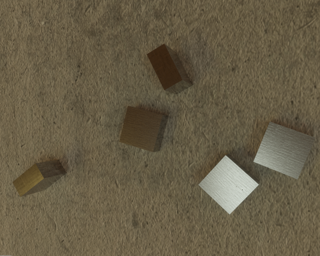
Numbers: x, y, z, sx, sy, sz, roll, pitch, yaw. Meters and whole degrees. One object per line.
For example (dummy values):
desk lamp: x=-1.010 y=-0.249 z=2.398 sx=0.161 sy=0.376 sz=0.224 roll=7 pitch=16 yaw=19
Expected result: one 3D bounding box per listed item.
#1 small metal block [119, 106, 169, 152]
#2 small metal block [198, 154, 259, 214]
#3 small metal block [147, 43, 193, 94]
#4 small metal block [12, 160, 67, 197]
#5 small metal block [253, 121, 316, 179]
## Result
small metal block: x=-0.021 y=0.001 z=0.416 sx=0.050 sy=0.025 sz=0.050 roll=16 pitch=95 yaw=19
small metal block: x=0.085 y=0.067 z=0.379 sx=0.050 sy=0.025 sz=0.050 roll=43 pitch=103 yaw=15
small metal block: x=0.014 y=-0.073 z=0.391 sx=0.025 sy=0.050 sz=0.050 roll=-28 pitch=81 yaw=18
small metal block: x=-0.177 y=0.073 z=0.458 sx=0.050 sy=0.050 sz=0.025 roll=-37 pitch=78 yaw=16
small metal block: x=0.143 y=0.025 z=0.358 sx=0.050 sy=0.025 sz=0.050 roll=22 pitch=97 yaw=18
